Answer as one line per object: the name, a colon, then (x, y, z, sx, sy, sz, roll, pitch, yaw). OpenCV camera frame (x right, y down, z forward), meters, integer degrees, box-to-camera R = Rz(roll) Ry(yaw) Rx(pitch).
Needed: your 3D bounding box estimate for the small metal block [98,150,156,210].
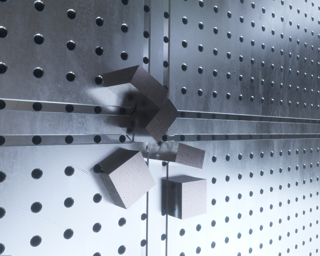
small metal block: (-0.039, 0.062, 0.378, 0.050, 0.025, 0.050, -37, 113, -34)

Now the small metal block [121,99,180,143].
small metal block: (-0.012, -0.009, 0.385, 0.050, 0.050, 0.025, -52, 121, -27)

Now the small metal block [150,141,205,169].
small metal block: (0.023, 0.036, 0.415, 0.050, 0.050, 0.025, 19, 78, -39)

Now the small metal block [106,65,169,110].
small metal block: (-0.027, -0.047, 0.372, 0.050, 0.050, 0.025, 38, 67, -34)

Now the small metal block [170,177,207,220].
small metal block: (0.041, 0.100, 0.446, 0.050, 0.025, 0.050, 0, 90, -40)
